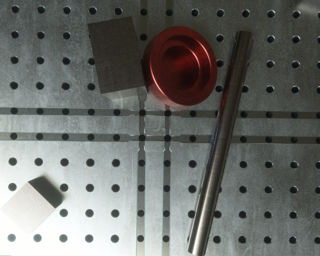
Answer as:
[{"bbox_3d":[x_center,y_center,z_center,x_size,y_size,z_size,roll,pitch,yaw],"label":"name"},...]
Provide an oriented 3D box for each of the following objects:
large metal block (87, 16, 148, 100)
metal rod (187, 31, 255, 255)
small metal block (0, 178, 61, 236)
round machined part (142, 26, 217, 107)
[{"bbox_3d":[-0.049,-0.082,0.385,0.050,0.080,0.080,-11,90,0],"label":"large metal block"},{"bbox_3d":[0.081,0.020,0.414,0.025,0.025,0.298,13,90,-1],"label":"metal rod"},{"bbox_3d":[-0.171,0.104,0.411,0.050,0.025,0.050,45,90,-1],"label":"small metal block"},{"bbox_3d":[0.021,-0.074,0.392,0.099,0.042,0.097,2,86,-30],"label":"round machined part"}]
